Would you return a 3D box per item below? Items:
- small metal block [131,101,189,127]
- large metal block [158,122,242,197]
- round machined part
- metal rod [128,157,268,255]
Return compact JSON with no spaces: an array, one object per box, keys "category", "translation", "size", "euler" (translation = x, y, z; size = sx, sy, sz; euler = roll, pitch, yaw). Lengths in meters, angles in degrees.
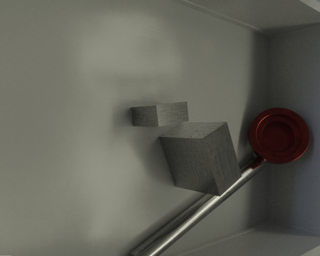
[{"category":"small metal block","translation":[0.000,-0.018,0.392],"size":[0.050,0.050,0.025],"euler":[-11,97,-40]},{"category":"large metal block","translation":[0.054,0.038,0.418],"size":[0.050,0.080,0.080],"euler":[-30,109,-36]},{"category":"round machined part","translation":[0.208,0.016,0.550],"size":[0.042,0.098,0.098],"euler":[57,46,-73]},{"category":"metal rod","translation":[0.077,0.113,0.474],"size":[0.302,0.025,0.025],"euler":[-26,107,-37]}]
